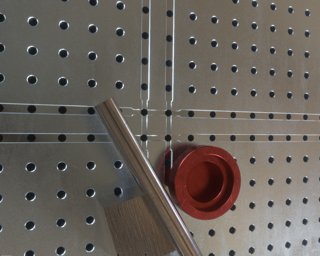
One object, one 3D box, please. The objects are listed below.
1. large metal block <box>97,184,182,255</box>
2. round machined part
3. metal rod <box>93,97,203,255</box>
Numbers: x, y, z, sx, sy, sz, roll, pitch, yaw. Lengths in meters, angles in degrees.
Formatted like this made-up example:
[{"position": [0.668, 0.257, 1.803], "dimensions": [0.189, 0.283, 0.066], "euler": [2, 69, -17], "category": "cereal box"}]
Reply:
[{"position": [-0.026, 0.119, 0.390], "dimensions": [0.081, 0.050, 0.080], "euler": [-16, 96, -19], "category": "large metal block"}, {"position": [0.057, 0.072, 0.425], "dimensions": [0.099, 0.042, 0.097], "euler": [0, 90, -20], "category": "round machined part"}, {"position": [0.009, 0.101, 0.362], "dimensions": [0.025, 0.025, 0.299], "euler": [-32, 101, -17], "category": "metal rod"}]
